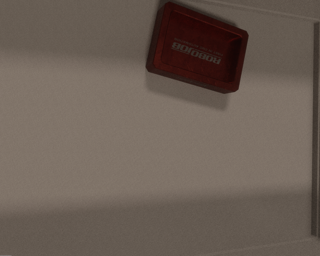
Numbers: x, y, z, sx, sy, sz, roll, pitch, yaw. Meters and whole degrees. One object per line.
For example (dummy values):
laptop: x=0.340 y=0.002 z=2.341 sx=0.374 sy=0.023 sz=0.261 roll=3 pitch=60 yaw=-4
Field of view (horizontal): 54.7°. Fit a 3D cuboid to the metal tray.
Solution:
metal tray: x=0.054 y=-0.107 z=0.428 sx=0.131 sy=0.030 sz=0.090 roll=13 pitch=86 yaw=-20
